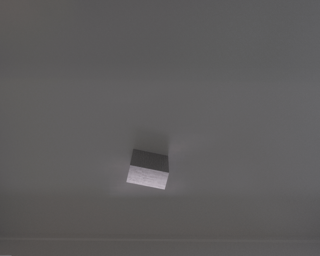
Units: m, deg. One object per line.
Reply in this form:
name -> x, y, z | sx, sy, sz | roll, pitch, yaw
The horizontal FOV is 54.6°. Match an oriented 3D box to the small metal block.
small metal block -> -0.016, 0.054, 0.418 | 0.050, 0.050, 0.025 | 12, 110, -5
